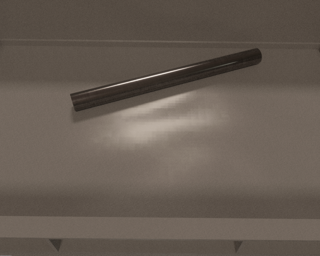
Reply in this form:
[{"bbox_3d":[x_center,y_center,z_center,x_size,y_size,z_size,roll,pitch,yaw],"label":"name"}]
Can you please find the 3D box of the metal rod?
[{"bbox_3d":[0.018,-0.077,0.469,0.302,0.025,0.025,-16,52,-14],"label":"metal rod"}]
